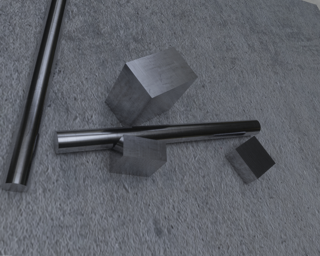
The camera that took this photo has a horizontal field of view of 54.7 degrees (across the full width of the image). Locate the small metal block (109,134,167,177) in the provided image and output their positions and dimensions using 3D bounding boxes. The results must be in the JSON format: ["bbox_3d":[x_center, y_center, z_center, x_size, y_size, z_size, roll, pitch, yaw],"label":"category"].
[{"bbox_3d":[-0.026,0.034,0.354,0.050,0.050,0.025,11,57,-23],"label":"small metal block"}]

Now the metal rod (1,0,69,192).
[{"bbox_3d":[-0.140,-0.071,0.372,0.025,0.025,0.299,13,56,-22],"label":"metal rod"}]

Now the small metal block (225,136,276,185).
[{"bbox_3d":[0.131,0.046,0.449,0.050,0.025,0.050,-27,77,-37],"label":"small metal block"}]

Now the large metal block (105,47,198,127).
[{"bbox_3d":[-0.012,-0.049,0.393,0.081,0.080,0.050,-29,78,-38],"label":"large metal block"}]

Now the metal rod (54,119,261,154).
[{"bbox_3d":[0.018,0.007,0.410,0.303,0.025,0.025,-4,64,-30],"label":"metal rod"}]
